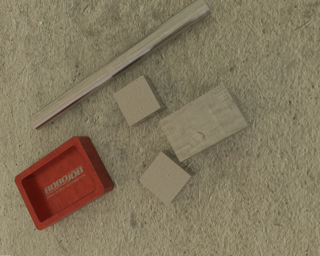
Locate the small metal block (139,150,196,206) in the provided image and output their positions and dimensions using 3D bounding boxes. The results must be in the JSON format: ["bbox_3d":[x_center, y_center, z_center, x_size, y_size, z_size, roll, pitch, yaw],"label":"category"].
[{"bbox_3d":[0.010,0.064,0.405,0.050,0.025,0.050,39,102,15],"label":"small metal block"}]

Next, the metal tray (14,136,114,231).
[{"bbox_3d":[-0.142,0.081,0.454,0.130,0.030,0.090,-32,80,16],"label":"metal tray"}]

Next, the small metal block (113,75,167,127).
[{"bbox_3d":[-0.027,-0.036,0.418,0.050,0.025,0.050,-31,80,17],"label":"small metal block"}]

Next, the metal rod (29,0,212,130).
[{"bbox_3d":[-0.066,-0.081,0.430,0.300,0.025,0.025,-31,80,17],"label":"metal rod"}]

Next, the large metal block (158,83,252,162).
[{"bbox_3d":[0.056,-0.005,0.359,0.080,0.080,0.050,-31,80,17],"label":"large metal block"}]
